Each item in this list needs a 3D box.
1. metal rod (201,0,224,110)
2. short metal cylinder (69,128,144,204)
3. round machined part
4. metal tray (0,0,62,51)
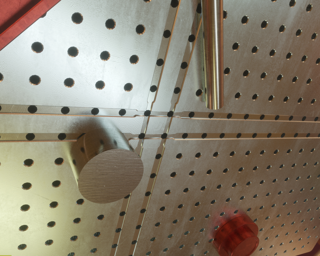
[{"bbox_3d":[0.058,-0.153,0.347,0.025,0.025,0.298,-20,126,-16],"label":"metal rod"},{"bbox_3d":[-0.067,0.047,0.387,0.081,0.050,0.079,-14,124,-21],"label":"short metal cylinder"},{"bbox_3d":[0.162,0.232,0.632,0.099,0.042,0.097,-14,124,-21],"label":"round machined part"},{"bbox_3d":[-0.127,-0.135,0.254,0.130,0.030,0.090,-41,130,-1],"label":"metal tray"}]
